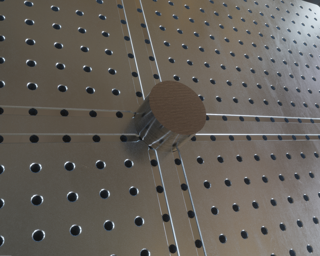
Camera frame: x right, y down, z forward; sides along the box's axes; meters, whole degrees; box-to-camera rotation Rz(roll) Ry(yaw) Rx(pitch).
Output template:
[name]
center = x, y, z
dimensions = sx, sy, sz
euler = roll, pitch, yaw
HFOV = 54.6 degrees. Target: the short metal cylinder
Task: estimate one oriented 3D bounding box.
[short metal cylinder]
center = 0.013, -0.015, 0.408
dimensions = 0.081, 0.050, 0.080
euler = 13, 56, -21
